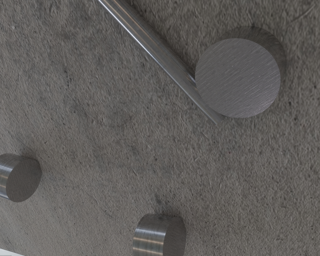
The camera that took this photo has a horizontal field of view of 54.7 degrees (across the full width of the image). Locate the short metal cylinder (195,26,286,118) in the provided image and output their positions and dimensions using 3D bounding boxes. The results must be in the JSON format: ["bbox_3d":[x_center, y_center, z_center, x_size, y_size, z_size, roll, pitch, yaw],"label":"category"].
[{"bbox_3d":[0.082,-0.057,0.312,0.080,0.050,0.079,13,124,21],"label":"short metal cylinder"}]

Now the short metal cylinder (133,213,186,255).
[{"bbox_3d":[0.001,0.176,0.480,0.050,0.080,0.080,-1,118,29],"label":"short metal cylinder"}]

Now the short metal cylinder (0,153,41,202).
[{"bbox_3d":[-0.267,0.090,0.568,0.050,0.080,0.079,12,124,22],"label":"short metal cylinder"}]

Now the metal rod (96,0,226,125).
[{"bbox_3d":[-0.031,-0.120,0.349,0.300,0.025,0.025,46,129,-4],"label":"metal rod"}]
